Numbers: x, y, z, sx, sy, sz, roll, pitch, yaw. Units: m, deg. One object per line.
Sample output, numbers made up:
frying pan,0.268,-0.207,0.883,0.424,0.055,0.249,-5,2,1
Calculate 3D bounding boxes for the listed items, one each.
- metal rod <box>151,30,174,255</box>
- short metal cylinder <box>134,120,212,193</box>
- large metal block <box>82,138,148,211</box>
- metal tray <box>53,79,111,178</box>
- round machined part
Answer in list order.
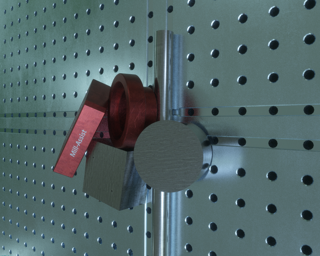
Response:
metal rod,0.003,0.024,0.408,0.025,0.025,0.298,1,91,40
short metal cylinder,0.016,0.031,0.363,0.080,0.050,0.079,0,90,20
large metal block,-0.062,0.062,0.444,0.080,0.050,0.079,14,99,39
metal tray,-0.118,0.000,0.471,0.129,0.030,0.090,-59,18,23
round machined part,-0.036,-0.022,0.412,0.098,0.042,0.097,-178,90,-65
